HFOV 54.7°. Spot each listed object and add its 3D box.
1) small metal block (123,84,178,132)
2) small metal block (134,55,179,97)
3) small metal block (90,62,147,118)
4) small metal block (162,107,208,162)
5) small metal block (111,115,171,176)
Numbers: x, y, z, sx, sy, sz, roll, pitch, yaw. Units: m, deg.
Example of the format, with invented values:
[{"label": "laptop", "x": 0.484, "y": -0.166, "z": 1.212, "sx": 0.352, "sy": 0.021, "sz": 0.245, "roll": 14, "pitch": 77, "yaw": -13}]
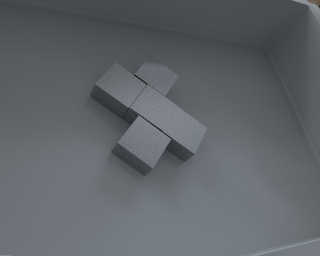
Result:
[{"label": "small metal block", "x": -0.012, "y": -0.022, "z": 0.409, "sx": 0.050, "sy": 0.025, "sz": 0.050, "roll": 36, "pitch": 51, "yaw": -5}, {"label": "small metal block", "x": -0.009, "y": -0.067, "z": 0.439, "sx": 0.050, "sy": 0.025, "sz": 0.050, "roll": 36, "pitch": 50, "yaw": -4}, {"label": "small metal block", "x": -0.054, "y": -0.050, "z": 0.404, "sx": 0.050, "sy": 0.025, "sz": 0.050, "roll": 36, "pitch": 51, "yaw": -5}, {"label": "small metal block", "x": 0.029, "y": 0.008, "z": 0.413, "sx": 0.050, "sy": 0.025, "sz": 0.050, "roll": 36, "pitch": 51, "yaw": -5}, {"label": "small metal block", "x": -0.022, "y": 0.021, "z": 0.379, "sx": 0.050, "sy": 0.025, "sz": 0.050, "roll": 37, "pitch": 52, "yaw": -4}]
